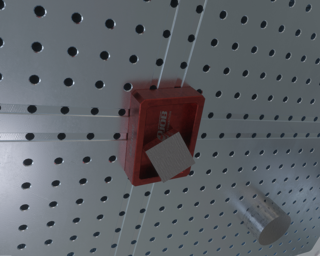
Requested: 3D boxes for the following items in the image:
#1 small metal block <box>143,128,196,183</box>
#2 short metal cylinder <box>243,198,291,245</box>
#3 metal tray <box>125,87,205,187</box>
[{"bbox_3d":[0.011,0.036,0.412,0.050,0.025,0.050,-31,106,-8],"label":"small metal block"},{"bbox_3d":[0.218,0.192,0.633,0.081,0.050,0.079,-14,124,-21],"label":"short metal cylinder"},{"bbox_3d":[0.004,0.012,0.418,0.091,0.030,0.129,-7,122,-25],"label":"metal tray"}]
